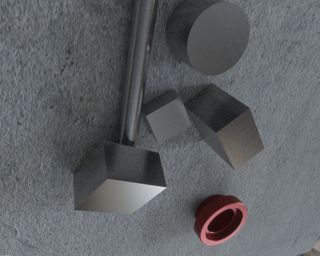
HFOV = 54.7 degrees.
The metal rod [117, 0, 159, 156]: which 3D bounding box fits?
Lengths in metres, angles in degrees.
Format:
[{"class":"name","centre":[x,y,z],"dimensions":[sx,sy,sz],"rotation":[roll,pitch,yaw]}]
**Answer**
[{"class":"metal rod","centre":[-0.020,-0.099,0.335],"dimensions":[0.025,0.025,0.298],"rotation":[-4,121,-27]}]

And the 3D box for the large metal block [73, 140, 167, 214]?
[{"class":"large metal block","centre":[-0.052,0.065,0.385],"dimensions":[0.081,0.050,0.080],"rotation":[16,135,-35]}]

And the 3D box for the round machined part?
[{"class":"round machined part","centre":[0.103,0.158,0.553],"dimensions":[0.099,0.042,0.097],"rotation":[-14,125,-21]}]

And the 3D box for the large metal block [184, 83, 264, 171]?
[{"class":"large metal block","centre":[0.086,-0.002,0.419],"dimensions":[0.050,0.080,0.080],"rotation":[-37,130,-4]}]

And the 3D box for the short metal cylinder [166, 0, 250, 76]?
[{"class":"short metal cylinder","centre":[0.054,-0.107,0.356],"dimensions":[0.081,0.050,0.079],"rotation":[-14,125,-21]}]

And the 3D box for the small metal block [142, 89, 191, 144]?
[{"class":"small metal block","centre":[0.007,-0.015,0.403],"dimensions":[0.050,0.025,0.050],"rotation":[-30,129,-9]}]
